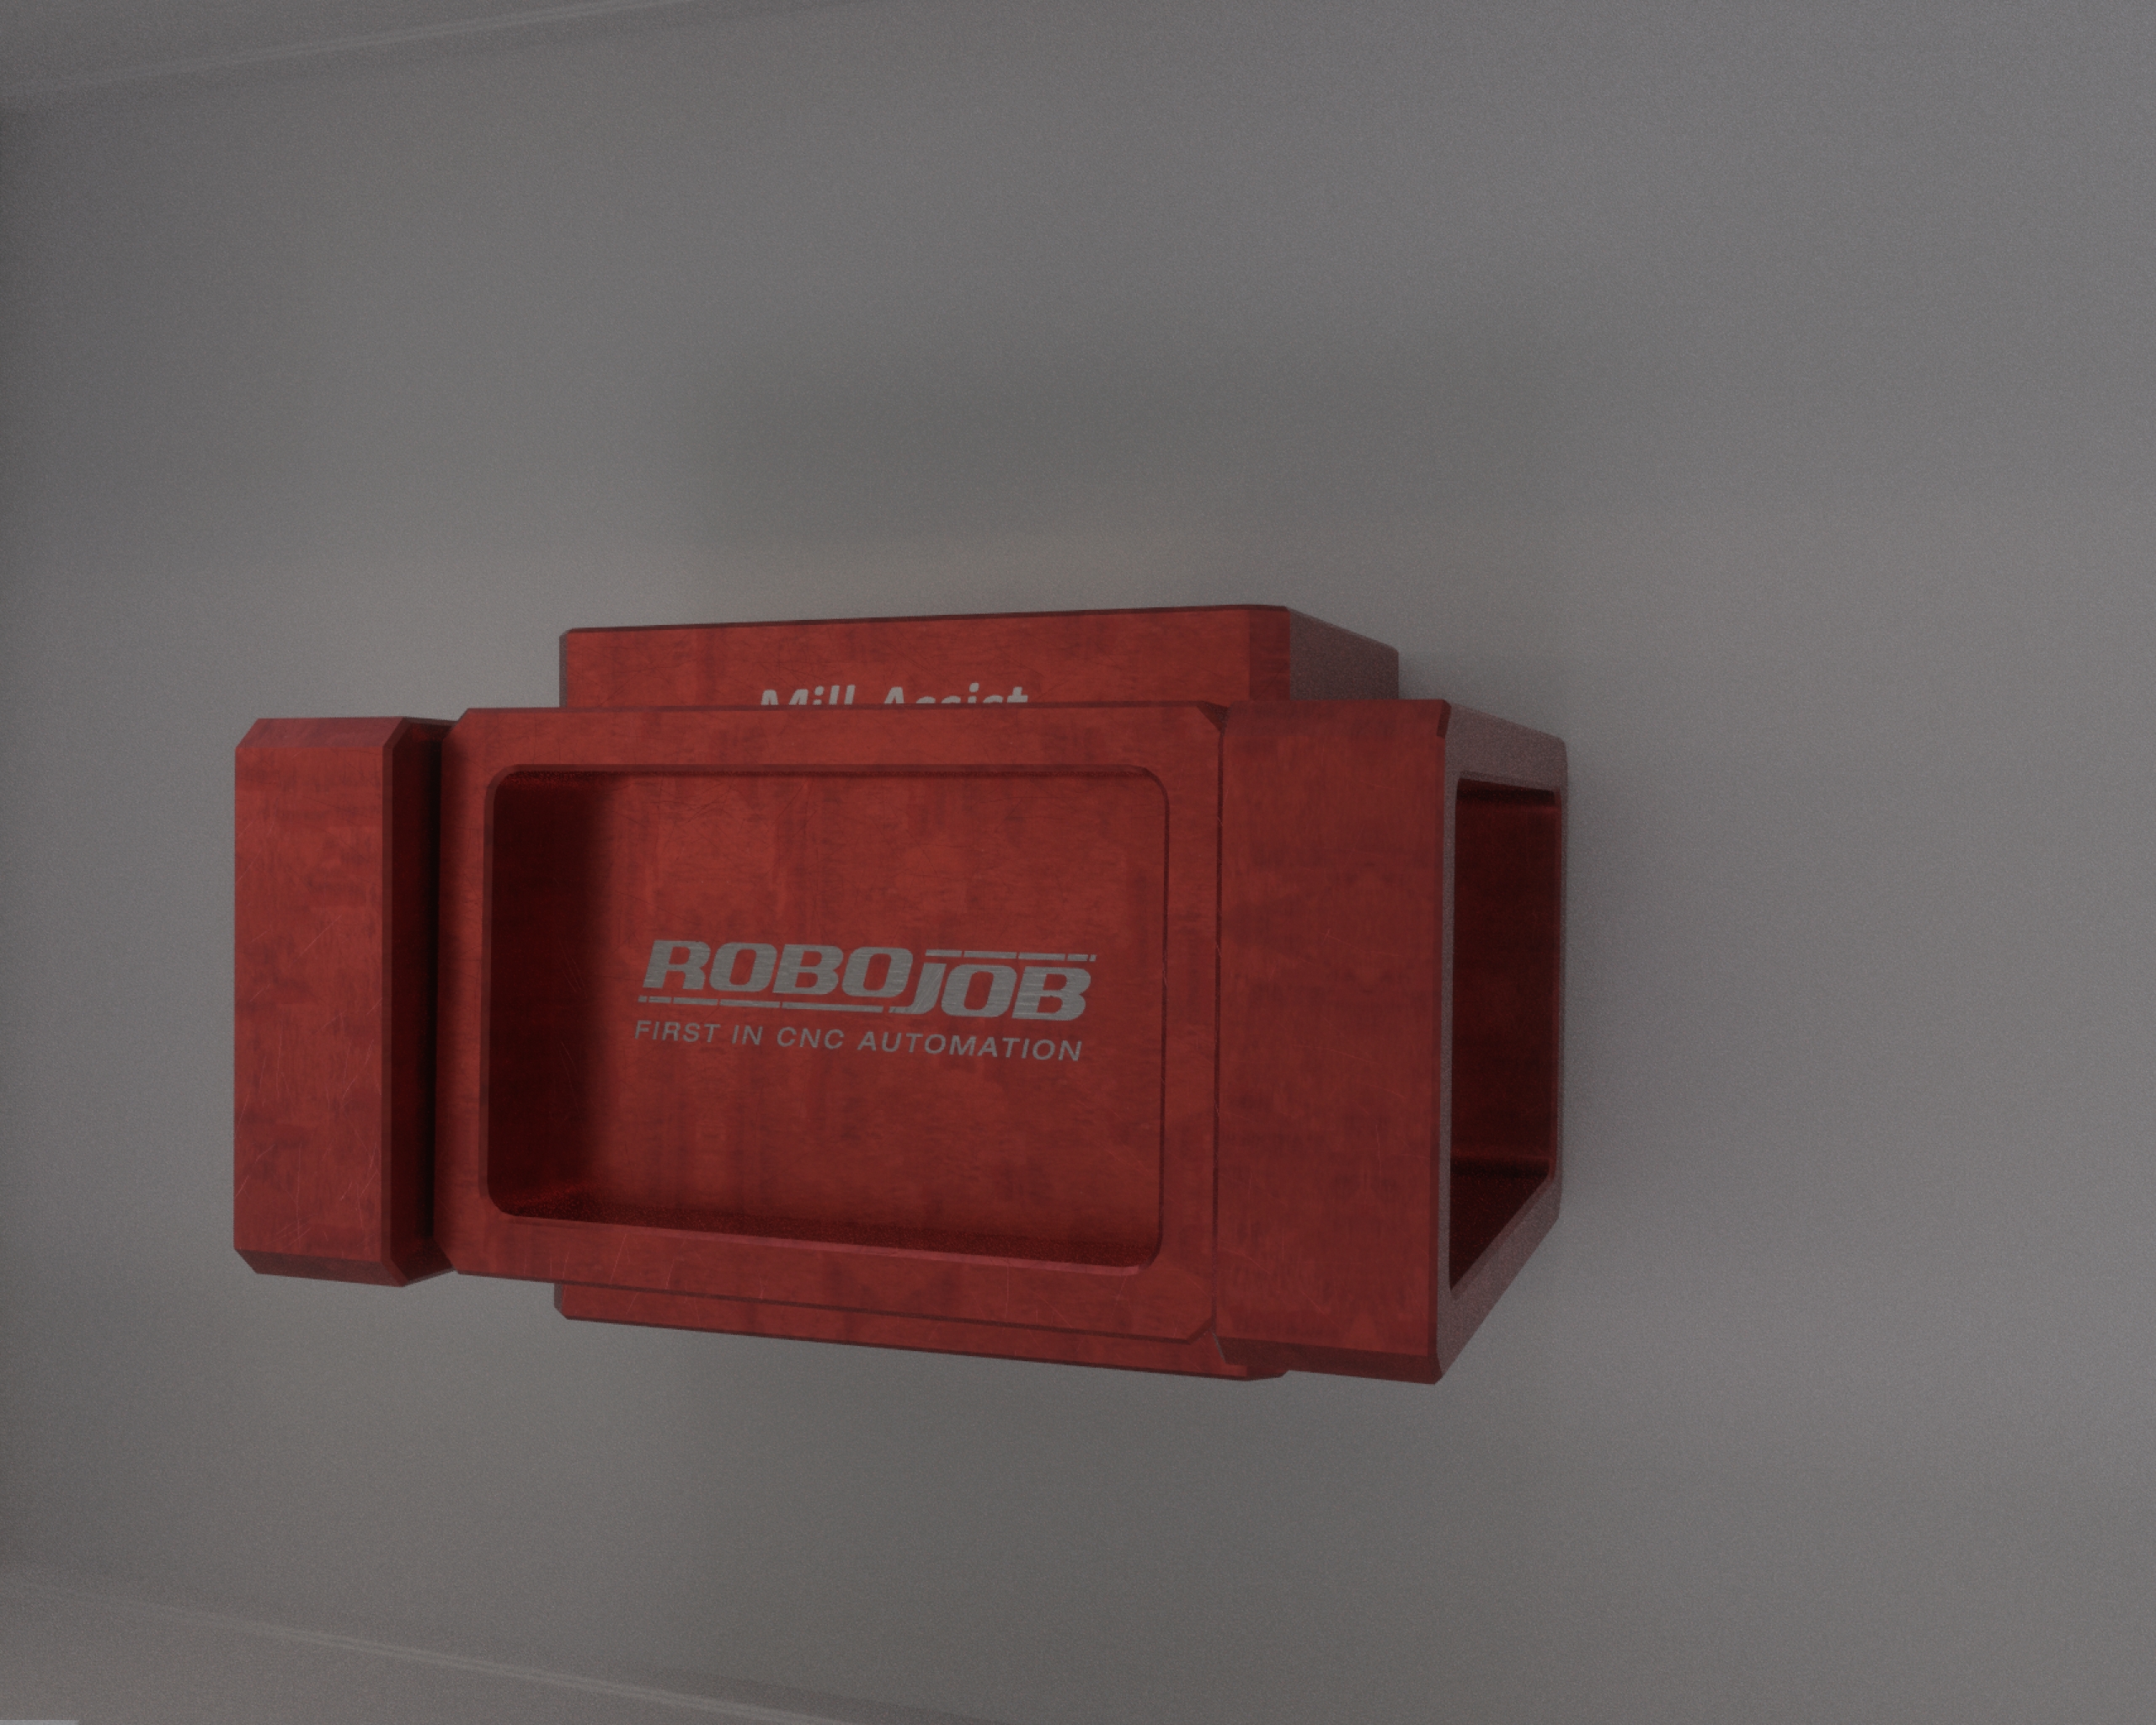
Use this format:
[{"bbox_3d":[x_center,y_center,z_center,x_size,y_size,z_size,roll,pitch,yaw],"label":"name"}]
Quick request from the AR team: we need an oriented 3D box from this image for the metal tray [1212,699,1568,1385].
[{"bbox_3d":[0.054,0.022,0.333,0.030,0.130,0.089,1,91,20],"label":"metal tray"}]

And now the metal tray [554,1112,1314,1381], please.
[{"bbox_3d":[-0.016,0.064,0.378,0.130,0.090,0.030,0,90,20],"label":"metal tray"}]

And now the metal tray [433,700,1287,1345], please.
[{"bbox_3d":[-0.035,0.021,0.323,0.130,0.030,0.089,1,90,19],"label":"metal tray"}]

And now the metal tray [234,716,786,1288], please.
[{"bbox_3d":[-0.098,0.021,0.388,0.030,0.130,0.089,1,91,20],"label":"metal tray"}]

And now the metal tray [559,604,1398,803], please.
[{"bbox_3d":[-0.015,-0.026,0.378,0.130,0.090,0.030,0,91,20],"label":"metal tray"}]
